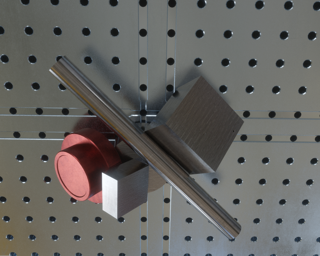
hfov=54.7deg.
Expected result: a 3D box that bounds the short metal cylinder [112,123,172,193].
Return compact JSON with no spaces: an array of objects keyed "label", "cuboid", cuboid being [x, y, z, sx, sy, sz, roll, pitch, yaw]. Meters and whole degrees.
[{"label":"short metal cylinder","cuboid":[-0.024,0.039,0.410,0.081,0.050,0.079,0,110,0]}]

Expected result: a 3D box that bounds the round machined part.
[{"label":"round machined part","cuboid":[-0.095,0.052,0.391,0.098,0.042,0.097,18,120,34]}]

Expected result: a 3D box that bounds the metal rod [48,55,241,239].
[{"label":"metal rod","cuboid":[-0.006,0.033,0.368,0.025,0.025,0.300,-42,105,14]}]

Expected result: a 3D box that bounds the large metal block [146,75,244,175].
[{"label":"large metal block","cuboid":[0.042,-0.002,0.373,0.080,0.050,0.080,44,61,-15]}]

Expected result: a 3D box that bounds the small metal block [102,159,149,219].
[{"label":"small metal block","cuboid":[-0.040,0.070,0.366,0.025,0.050,0.050,19,116,36]}]
